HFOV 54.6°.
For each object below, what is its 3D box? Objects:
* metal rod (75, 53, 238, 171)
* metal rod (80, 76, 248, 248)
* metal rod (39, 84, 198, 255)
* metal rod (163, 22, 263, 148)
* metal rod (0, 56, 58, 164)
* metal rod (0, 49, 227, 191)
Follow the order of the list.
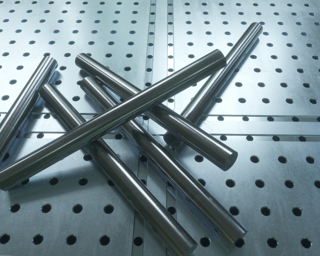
[{"bbox_3d":[-0.025,-0.037,0.415,0.025,0.025,0.300,-35,51,-26],"label":"metal rod"},{"bbox_3d":[-0.014,0.023,0.388,0.025,0.025,0.300,-32,57,-24],"label":"metal rod"},{"bbox_3d":[-0.068,0.034,0.378,0.025,0.025,0.300,-33,57,-24],"label":"metal rod"},{"bbox_3d":[0.094,-0.081,0.476,0.025,0.025,0.301,25,54,20],"label":"metal rod"},{"bbox_3d":[-0.199,0.009,0.399,0.025,0.025,0.300,7,50,6],"label":"metal rod"},{"bbox_3d":[-0.053,-0.013,0.372,0.301,0.025,0.025,-30,55,-6],"label":"metal rod"}]
